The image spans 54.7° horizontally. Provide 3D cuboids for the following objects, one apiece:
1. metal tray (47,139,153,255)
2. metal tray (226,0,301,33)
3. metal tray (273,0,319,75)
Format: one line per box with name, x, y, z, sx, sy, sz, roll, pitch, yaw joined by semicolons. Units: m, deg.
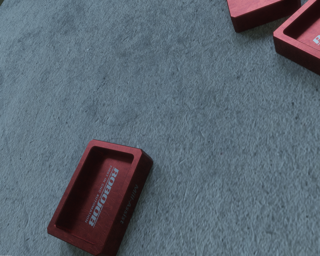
metal tray;-0.074;0.083;0.388;0.090;0.030;0.130;9;66;32
metal tray;0.142;-0.207;0.453;0.090;0.030;0.130;-15;55;19
metal tray;0.213;-0.126;0.365;0.130;0.030;0.090;-42;51;-1
